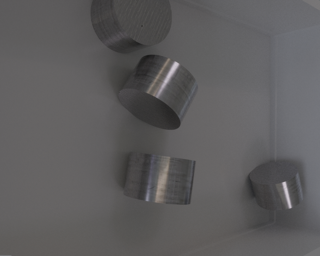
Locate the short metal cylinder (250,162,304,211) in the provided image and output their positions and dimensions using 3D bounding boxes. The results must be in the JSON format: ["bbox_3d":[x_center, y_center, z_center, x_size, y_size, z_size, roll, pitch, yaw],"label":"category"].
[{"bbox_3d":[0.203,0.100,0.541,0.081,0.080,0.050,-30,109,-36],"label":"short metal cylinder"}]

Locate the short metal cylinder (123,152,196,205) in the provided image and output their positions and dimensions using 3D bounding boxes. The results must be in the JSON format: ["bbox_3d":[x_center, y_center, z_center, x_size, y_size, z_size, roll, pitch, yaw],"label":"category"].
[{"bbox_3d":[0.000,0.059,0.371,0.081,0.080,0.050,13,82,-39],"label":"short metal cylinder"}]

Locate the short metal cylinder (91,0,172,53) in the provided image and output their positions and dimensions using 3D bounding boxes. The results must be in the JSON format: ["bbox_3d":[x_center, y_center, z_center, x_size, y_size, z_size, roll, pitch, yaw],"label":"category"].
[{"bbox_3d":[-0.033,-0.132,0.362,0.081,0.050,0.080,0,90,-40],"label":"short metal cylinder"}]

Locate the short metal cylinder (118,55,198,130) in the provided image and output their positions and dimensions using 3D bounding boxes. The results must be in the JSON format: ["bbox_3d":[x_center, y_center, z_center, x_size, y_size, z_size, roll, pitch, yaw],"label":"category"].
[{"bbox_3d":[-0.002,-0.041,0.369,0.080,0.080,0.050,42,65,-32],"label":"short metal cylinder"}]
